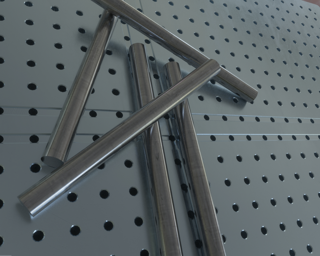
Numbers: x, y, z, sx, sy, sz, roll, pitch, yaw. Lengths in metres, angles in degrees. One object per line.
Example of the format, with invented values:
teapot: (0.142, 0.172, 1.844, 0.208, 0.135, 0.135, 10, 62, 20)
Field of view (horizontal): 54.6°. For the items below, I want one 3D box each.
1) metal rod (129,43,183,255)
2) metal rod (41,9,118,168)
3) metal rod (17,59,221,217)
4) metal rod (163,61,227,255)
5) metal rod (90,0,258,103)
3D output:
metal rod: (-0.010, 0.014, 0.393, 0.025, 0.025, 0.299, 4, 60, -26)
metal rod: (-0.090, -0.085, 0.411, 0.025, 0.025, 0.300, 21, 54, -16)
metal rod: (-0.026, -0.006, 0.369, 0.302, 0.025, 0.025, -38, 84, -30)
metal rod: (0.043, 0.038, 0.407, 0.025, 0.025, 0.299, 3, 60, -27)
metal rod: (0.031, -0.124, 0.480, 0.301, 0.025, 0.025, 29, 52, -17)
